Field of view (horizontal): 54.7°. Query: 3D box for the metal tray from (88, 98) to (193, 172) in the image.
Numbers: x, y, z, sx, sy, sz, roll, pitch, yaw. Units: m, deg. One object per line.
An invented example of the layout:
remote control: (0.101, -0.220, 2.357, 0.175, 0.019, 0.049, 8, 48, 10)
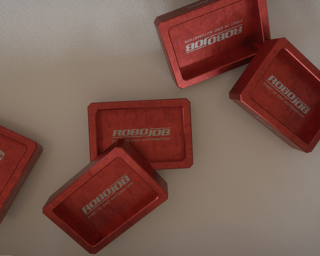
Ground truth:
metal tray: (-0.025, 0.009, 0.408, 0.131, 0.030, 0.089, -3, 90, -1)

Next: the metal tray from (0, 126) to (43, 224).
metal tray: (-0.222, 0.060, 0.388, 0.090, 0.030, 0.130, 25, 74, -1)

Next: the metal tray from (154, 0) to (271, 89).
metal tray: (0.068, -0.114, 0.387, 0.131, 0.030, 0.090, -21, 123, 0)

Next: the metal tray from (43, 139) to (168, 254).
metal tray: (-0.066, 0.087, 0.386, 0.130, 0.030, 0.090, -40, 104, 10)

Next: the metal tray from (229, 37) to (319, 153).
metal tray: (0.163, -0.039, 0.391, 0.130, 0.030, 0.090, 34, 90, -18)
